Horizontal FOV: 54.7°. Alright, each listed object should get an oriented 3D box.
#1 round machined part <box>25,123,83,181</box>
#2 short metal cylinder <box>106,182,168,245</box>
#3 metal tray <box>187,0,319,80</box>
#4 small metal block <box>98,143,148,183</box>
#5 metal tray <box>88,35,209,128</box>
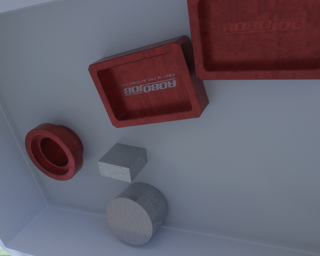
[{"bbox_3d":[-0.165,0.034,0.503,0.098,0.042,0.097,13,124,20],"label":"round machined part"},{"bbox_3d":[-0.035,0.132,0.482,0.080,0.050,0.079,9,111,25],"label":"short metal cylinder"},{"bbox_3d":[0.096,-0.093,0.296,0.130,0.030,0.089,4,120,26],"label":"metal tray"},{"bbox_3d":[-0.053,0.049,0.449,0.050,0.050,0.025,9,122,23],"label":"small metal block"},{"bbox_3d":[-0.015,-0.052,0.380,0.130,0.030,0.090,-7,115,31],"label":"metal tray"}]
